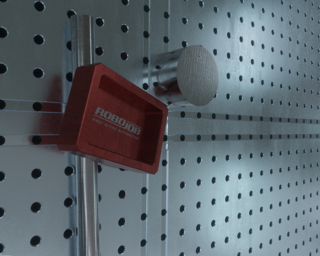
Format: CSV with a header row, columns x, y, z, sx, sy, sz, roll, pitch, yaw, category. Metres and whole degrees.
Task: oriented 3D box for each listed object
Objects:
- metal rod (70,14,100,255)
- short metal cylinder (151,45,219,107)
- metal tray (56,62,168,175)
x,y,z,sx,sy,sz,roll,pitch,yaw,category
-0.082,0.029,0.341,0.025,0.025,0.298,-2,92,-40,metal rod
0.035,-0.069,0.424,0.081,0.050,0.079,0,91,-40,short metal cylinder
-0.044,-0.004,0.346,0.130,0.030,0.090,28,67,-51,metal tray
